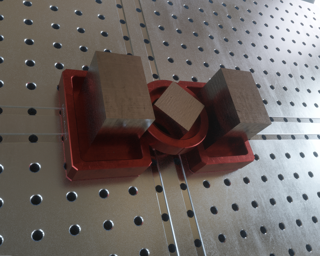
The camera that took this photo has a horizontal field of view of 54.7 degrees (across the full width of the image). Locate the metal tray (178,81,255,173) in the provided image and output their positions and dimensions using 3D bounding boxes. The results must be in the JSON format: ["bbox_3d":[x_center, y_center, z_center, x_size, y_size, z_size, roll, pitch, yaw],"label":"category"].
[{"bbox_3d":[0.073,-0.005,0.445,0.091,0.030,0.130,0,62,-28],"label":"metal tray"}]

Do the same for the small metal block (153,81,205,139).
[{"bbox_3d":[0.019,-0.022,0.379,0.050,0.025,0.050,38,51,-3],"label":"small metal block"}]

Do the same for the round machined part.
[{"bbox_3d":[0.009,-0.010,0.397,0.099,0.042,0.098,14,56,-21],"label":"round machined part"}]

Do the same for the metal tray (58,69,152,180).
[{"bbox_3d":[-0.068,-0.007,0.371,0.091,0.030,0.130,1,61,-28],"label":"metal tray"}]

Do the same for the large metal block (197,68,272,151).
[{"bbox_3d":[0.091,-0.022,0.418,0.050,0.080,0.080,1,61,-28],"label":"large metal block"}]

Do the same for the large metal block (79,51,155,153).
[{"bbox_3d":[-0.052,-0.025,0.343,0.050,0.080,0.080,1,62,-28],"label":"large metal block"}]
